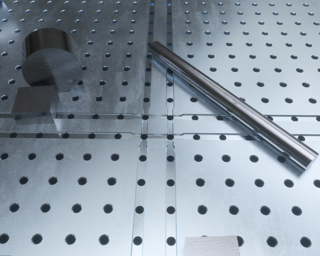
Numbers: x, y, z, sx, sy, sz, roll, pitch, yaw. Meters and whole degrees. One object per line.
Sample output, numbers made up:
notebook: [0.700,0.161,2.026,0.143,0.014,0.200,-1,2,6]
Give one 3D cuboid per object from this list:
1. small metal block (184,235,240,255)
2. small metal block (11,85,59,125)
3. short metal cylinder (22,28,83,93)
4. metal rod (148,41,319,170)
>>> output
small metal block: [0.051,0.133,0.296,0.050,0.025,0.050,-1,50,-1]
small metal block: [-0.173,-0.032,0.434,0.050,0.025,0.050,-4,50,-3]
short metal cylinder: [-0.158,-0.097,0.452,0.081,0.080,0.050,-13,51,-11]
metal rod: [0.087,-0.047,0.447,0.025,0.025,0.300,-33,58,-25]
